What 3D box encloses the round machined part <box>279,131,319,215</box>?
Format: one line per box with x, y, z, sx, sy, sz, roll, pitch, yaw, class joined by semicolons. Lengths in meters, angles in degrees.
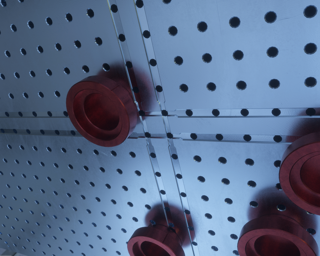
0.182;0.045;0.332;0.098;0.042;0.097;13;124;20;round machined part

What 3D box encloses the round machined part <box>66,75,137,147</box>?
-0.074;-0.026;0.422;0.098;0.042;0.097;13;124;20;round machined part

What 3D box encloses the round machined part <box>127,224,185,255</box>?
-0.002;0.204;0.526;0.098;0.042;0.097;13;124;20;round machined part

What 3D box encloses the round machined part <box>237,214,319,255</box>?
0.157;0.155;0.413;0.098;0.042;0.097;13;124;20;round machined part
